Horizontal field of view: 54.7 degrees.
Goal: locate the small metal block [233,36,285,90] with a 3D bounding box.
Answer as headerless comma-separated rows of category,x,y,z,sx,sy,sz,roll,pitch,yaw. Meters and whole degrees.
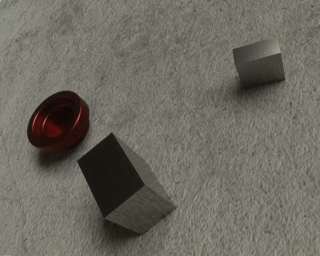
small metal block,0.119,-0.076,0.371,0.050,0.050,0.025,-13,57,21

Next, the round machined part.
round machined part,-0.148,-0.005,0.472,0.098,0.042,0.098,-13,56,20

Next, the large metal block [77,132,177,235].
large metal block,-0.036,0.064,0.347,0.050,0.080,0.080,-40,51,1
